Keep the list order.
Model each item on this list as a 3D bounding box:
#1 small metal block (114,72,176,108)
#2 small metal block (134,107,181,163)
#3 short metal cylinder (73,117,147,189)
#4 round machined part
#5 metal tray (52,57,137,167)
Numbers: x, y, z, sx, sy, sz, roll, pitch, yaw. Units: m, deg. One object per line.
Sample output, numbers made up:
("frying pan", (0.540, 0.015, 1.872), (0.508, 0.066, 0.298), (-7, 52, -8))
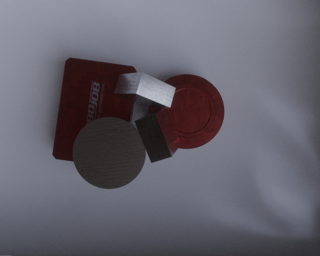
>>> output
("small metal block", (-0.019, -0.045, 0.372), (0.050, 0.050, 0.025), (19, 83, -37))
("small metal block", (-0.001, 0.006, 0.358), (0.025, 0.050, 0.050), (-19, 97, 18))
("short metal cylinder", (-0.056, 0.027, 0.367), (0.081, 0.050, 0.079), (0, 90, -1))
("round machined part", (0.035, -0.021, 0.401), (0.099, 0.042, 0.097), (0, 90, -1))
("metal tray", (-0.083, -0.020, 0.404), (0.091, 0.030, 0.129), (8, 90, -1))
